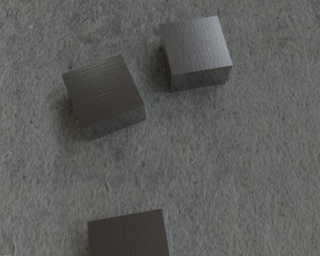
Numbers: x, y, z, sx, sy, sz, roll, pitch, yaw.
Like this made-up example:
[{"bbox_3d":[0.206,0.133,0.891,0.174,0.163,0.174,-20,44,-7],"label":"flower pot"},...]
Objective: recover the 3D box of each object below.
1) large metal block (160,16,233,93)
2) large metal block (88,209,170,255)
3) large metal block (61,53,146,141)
[{"bbox_3d":[0.047,-0.102,0.433,0.081,0.050,0.080,-10,70,-4],"label":"large metal block"},{"bbox_3d":[-0.031,0.139,0.344,0.081,0.050,0.080,-9,70,-4],"label":"large metal block"},{"bbox_3d":[-0.072,-0.040,0.408,0.080,0.050,0.080,-22,72,-8],"label":"large metal block"}]
